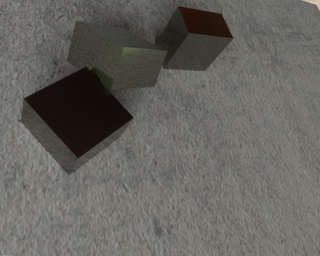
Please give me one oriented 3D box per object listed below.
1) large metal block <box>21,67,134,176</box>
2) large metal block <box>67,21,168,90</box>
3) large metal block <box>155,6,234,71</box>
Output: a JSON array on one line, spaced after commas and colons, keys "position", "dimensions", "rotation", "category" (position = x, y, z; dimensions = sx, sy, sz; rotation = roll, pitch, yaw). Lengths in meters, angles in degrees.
[{"position": [-0.091, -0.009, 0.343], "dimensions": [0.080, 0.050, 0.080], "rotation": [47, 53, 4], "category": "large metal block"}, {"position": [-0.052, -0.089, 0.383], "dimensions": [0.080, 0.050, 0.081], "rotation": [34, 26, 27], "category": "large metal block"}, {"position": [0.051, -0.134, 0.480], "dimensions": [0.081, 0.080, 0.050], "rotation": [-4, 64, -30], "category": "large metal block"}]
